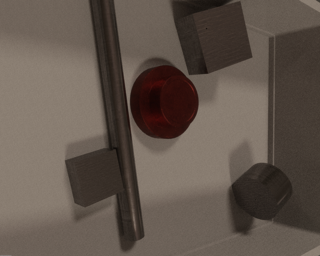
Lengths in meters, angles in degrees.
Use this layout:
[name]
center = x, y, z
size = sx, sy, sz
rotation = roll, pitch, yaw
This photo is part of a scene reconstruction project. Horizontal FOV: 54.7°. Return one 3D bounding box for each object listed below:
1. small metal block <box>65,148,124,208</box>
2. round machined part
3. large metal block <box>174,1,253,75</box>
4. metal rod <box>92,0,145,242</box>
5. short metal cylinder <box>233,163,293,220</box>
[small metal block]
center = -0.073, 0.054, 0.347
size = 0.050, 0.025, 0.050
rotation = -17, 101, -39
[round machined part]
center = 0.013, -0.034, 0.408
size = 0.099, 0.042, 0.097
rotation = 0, 90, -40
[large metal block]
center = 0.077, -0.127, 0.444
size = 0.081, 0.050, 0.080
rotation = -23, 106, -22
[metal rod]
center = -0.049, -0.013, 0.366
size = 0.025, 0.025, 0.298
rotation = -12, 98, -40
[short metal cylinder]
center = 0.171, 0.105, 0.517
size = 0.050, 0.080, 0.080
rotation = -31, 110, -36
